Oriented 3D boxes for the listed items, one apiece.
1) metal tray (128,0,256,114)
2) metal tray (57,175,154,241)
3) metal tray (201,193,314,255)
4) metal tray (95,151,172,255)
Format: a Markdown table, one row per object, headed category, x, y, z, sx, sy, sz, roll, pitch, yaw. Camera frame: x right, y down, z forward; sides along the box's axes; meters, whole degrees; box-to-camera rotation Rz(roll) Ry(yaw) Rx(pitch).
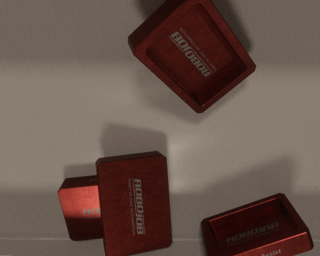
| category | x | y | z | sx | sy | sz | roll | pitch | yaw |
| --- | --- | --- | --- | --- | --- | --- | --- | --- | --- |
| metal tray | 0.040 | -0.082 | 0.348 | 0.090 | 0.030 | 0.130 | -40 | 132 | 15 |
| metal tray | -0.071 | 0.113 | 0.449 | 0.131 | 0.030 | 0.089 | -6 | 110 | 1 |
| metal tray | 0.129 | 0.146 | 0.432 | 0.130 | 0.090 | 0.030 | -21 | 109 | 7 |
| metal tray | -0.034 | 0.101 | 0.417 | 0.091 | 0.030 | 0.129 | -6 | 97 | -15 |
